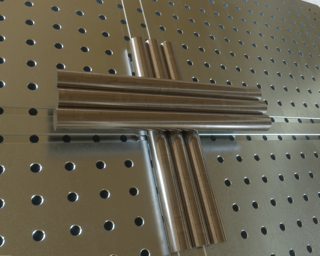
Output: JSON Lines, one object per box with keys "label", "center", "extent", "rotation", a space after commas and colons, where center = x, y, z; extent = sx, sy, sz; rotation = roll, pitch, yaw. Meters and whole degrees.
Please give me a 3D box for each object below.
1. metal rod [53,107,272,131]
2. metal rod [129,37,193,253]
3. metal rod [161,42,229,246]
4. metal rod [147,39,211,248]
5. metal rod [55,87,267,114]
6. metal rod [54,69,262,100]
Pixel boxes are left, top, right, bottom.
{"label": "metal rod", "center": [0.024, -0.009, 0.394], "extent": [0.302, 0.025, 0.025], "rotation": [0, 62, -28]}
{"label": "metal rod", "center": [-0.005, 0.003, 0.403], "extent": [0.025, 0.025, 0.299], "rotation": [2, 61, -27]}
{"label": "metal rod", "center": [0.039, 0.003, 0.426], "extent": [0.025, 0.025, 0.299], "rotation": [2, 61, -27]}
{"label": "metal rod", "center": [0.016, 0.002, 0.415], "extent": [0.025, 0.025, 0.299], "rotation": [2, 61, -27]}
{"label": "metal rod", "center": [0.022, -0.031, 0.406], "extent": [0.302, 0.025, 0.025], "rotation": [0, 62, -28]}
{"label": "metal rod", "center": [0.017, -0.053, 0.417], "extent": [0.302, 0.025, 0.025], "rotation": [0, 62, -28]}
